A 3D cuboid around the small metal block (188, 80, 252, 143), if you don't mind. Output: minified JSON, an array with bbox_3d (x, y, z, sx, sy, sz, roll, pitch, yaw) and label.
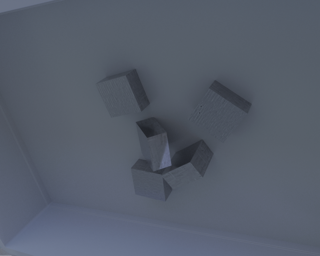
[{"bbox_3d":[0.069,-0.019,0.360,0.050,0.025,0.050,35,129,5],"label":"small metal block"}]

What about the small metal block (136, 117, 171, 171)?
[{"bbox_3d":[-0.009,0.020,0.406,0.025,0.050,0.050,-17,119,-14],"label":"small metal block"}]

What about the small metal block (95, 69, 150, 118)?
[{"bbox_3d":[-0.048,-0.045,0.405,0.050,0.025,0.050,-9,114,32],"label":"small metal block"}]

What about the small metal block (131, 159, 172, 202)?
[{"bbox_3d":[-0.012,0.077,0.461,0.050,0.025,0.050,8,122,23],"label":"small metal block"}]

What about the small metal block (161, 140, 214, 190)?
[{"bbox_3d":[0.036,0.047,0.401,0.050,0.050,0.025,-31,103,37],"label":"small metal block"}]
